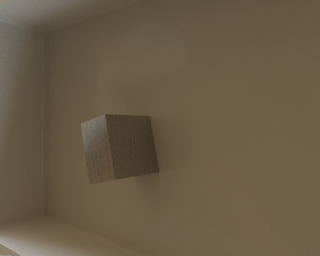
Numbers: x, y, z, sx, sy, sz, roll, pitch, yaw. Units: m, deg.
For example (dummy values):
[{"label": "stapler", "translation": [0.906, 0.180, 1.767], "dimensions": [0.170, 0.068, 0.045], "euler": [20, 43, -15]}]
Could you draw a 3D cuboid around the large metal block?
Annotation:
[{"label": "large metal block", "translation": [-0.052, 0.027, 0.415], "dimensions": [0.050, 0.081, 0.080], "euler": [-17, 79, 39]}]
